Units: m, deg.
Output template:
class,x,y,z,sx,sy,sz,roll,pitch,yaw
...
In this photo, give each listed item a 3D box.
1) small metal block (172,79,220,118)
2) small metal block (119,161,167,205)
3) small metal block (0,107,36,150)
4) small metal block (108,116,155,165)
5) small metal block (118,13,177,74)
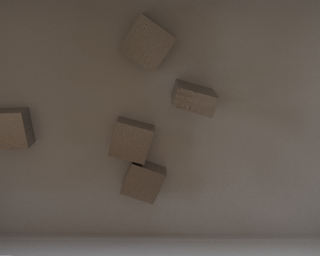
class,x,y,z,sx,sy,sz,roll,pitch,yaw
small metal block,0.042,-0.038,0.384,0.050,0.050,0.025,15,110,-6
small metal block,-0.024,0.074,0.438,0.050,0.025,0.050,21,109,-8
small metal block,-0.199,0.001,0.410,0.050,0.025,0.050,-2,110,0
small metal block,-0.038,0.016,0.417,0.050,0.025,0.050,15,109,-6
small metal block,-0.015,-0.102,0.373,0.050,0.025,0.050,33,107,-12
